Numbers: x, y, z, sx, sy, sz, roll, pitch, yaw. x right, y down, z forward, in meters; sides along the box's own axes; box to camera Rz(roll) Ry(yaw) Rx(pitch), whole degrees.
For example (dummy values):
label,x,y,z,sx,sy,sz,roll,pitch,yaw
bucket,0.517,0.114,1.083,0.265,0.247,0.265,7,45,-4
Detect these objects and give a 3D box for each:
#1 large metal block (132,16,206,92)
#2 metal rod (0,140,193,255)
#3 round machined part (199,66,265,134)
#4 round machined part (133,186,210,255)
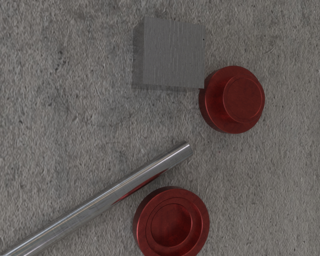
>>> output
label,x,y,z,sx,sy,sz,roll,pitch,yaw
large metal block,0.010,-0.091,0.400,0.081,0.050,0.080,2,90,-20
metal rod,-0.086,0.100,0.377,0.302,0.025,0.025,-30,100,-18
round machined part,0.109,-0.040,0.440,0.099,0.042,0.097,0,90,-20
round machined part,0.012,0.124,0.405,0.099,0.042,0.097,0,90,-20
